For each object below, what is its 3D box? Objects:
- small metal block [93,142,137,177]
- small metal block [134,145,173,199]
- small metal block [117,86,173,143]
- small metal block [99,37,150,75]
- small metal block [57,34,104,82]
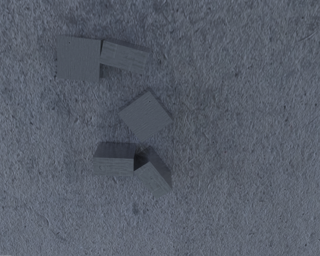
[{"bbox_3d":[-0.058,0.040,0.411,0.050,0.050,0.025,2,110,-1],"label":"small metal block"},{"bbox_3d":[-0.009,0.059,0.418,0.025,0.050,0.050,-33,107,11],"label":"small metal block"},{"bbox_3d":[-0.018,-0.017,0.403,0.050,0.025,0.050,-35,107,12],"label":"small metal block"},{"bbox_3d":[-0.040,-0.086,0.364,0.050,0.050,0.025,14,110,-5],"label":"small metal block"},{"bbox_3d":[-0.096,-0.085,0.377,0.050,0.025,0.050,6,110,-3],"label":"small metal block"}]
